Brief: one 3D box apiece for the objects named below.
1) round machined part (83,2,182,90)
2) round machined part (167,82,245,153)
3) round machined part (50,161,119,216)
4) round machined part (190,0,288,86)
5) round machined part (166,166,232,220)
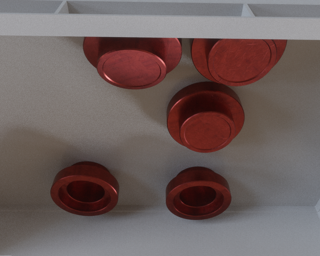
[{"bbox_3d":[-0.027,-0.074,0.311,0.099,0.042,0.098,0,155,0],"label":"round machined part"},{"bbox_3d":[0.058,-0.006,0.393,0.099,0.042,0.097,0,130,0],"label":"round machined part"},{"bbox_3d":[-0.111,0.089,0.472,0.099,0.042,0.097,0,130,0],"label":"round machined part"},{"bbox_3d":[0.081,-0.082,0.321,0.099,0.042,0.097,0,138,0],"label":"round machined part"},{"bbox_3d":[0.058,0.098,0.481,0.099,0.042,0.097,0,130,0],"label":"round machined part"}]
